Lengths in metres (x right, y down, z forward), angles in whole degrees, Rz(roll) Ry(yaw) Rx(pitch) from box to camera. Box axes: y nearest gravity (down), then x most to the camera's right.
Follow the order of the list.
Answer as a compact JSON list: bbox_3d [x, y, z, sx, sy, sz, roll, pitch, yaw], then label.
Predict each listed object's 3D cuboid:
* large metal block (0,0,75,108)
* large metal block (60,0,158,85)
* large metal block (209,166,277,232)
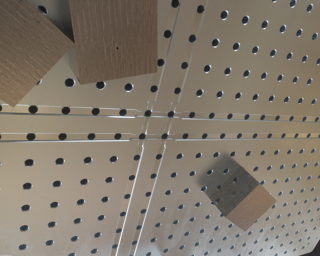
[{"bbox_3d":[-0.137,-0.079,0.271,0.080,0.050,0.080,-45,129,3],"label":"large metal block"},{"bbox_3d":[-0.049,-0.095,0.308,0.081,0.050,0.079,-13,124,-21],"label":"large metal block"},{"bbox_3d":[0.149,0.128,0.554,0.080,0.050,0.080,-46,129,3],"label":"large metal block"}]
